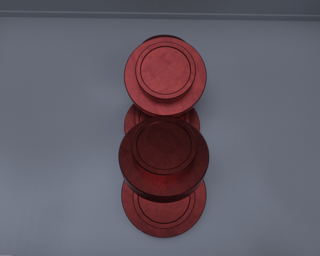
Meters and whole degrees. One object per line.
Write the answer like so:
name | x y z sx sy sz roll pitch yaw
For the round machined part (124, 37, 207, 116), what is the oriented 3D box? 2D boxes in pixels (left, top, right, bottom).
round machined part | 0.006 -0.062 0.367 0.099 0.042 0.097 0 82 0

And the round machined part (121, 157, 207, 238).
round machined part | 0.004 0.077 0.356 0.099 0.042 0.097 0 85 0

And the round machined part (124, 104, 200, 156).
round machined part | 0.003 -0.004 0.401 0.099 0.042 0.098 0 69 0

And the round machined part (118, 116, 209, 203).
round machined part | 0.004 0.027 0.335 0.099 0.042 0.098 0 59 0

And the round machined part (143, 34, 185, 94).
round machined part | 0.006 -0.089 0.420 0.099 0.042 0.098 0 54 0
